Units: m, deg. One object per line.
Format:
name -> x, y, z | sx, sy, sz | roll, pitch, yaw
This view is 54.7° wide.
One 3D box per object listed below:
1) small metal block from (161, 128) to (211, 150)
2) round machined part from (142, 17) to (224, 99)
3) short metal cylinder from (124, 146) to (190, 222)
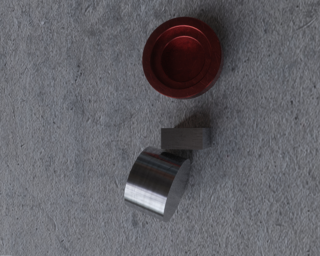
small metal block -> 0.034, 0.012, 0.384 | 0.050, 0.050, 0.025 | 0, 90, 20
round machined part -> 0.031, -0.084, 0.389 | 0.098, 0.042, 0.097 | 0, 90, 20
short metal cylinder -> -0.001, 0.068, 0.380 | 0.050, 0.080, 0.080 | 18, 96, 19
